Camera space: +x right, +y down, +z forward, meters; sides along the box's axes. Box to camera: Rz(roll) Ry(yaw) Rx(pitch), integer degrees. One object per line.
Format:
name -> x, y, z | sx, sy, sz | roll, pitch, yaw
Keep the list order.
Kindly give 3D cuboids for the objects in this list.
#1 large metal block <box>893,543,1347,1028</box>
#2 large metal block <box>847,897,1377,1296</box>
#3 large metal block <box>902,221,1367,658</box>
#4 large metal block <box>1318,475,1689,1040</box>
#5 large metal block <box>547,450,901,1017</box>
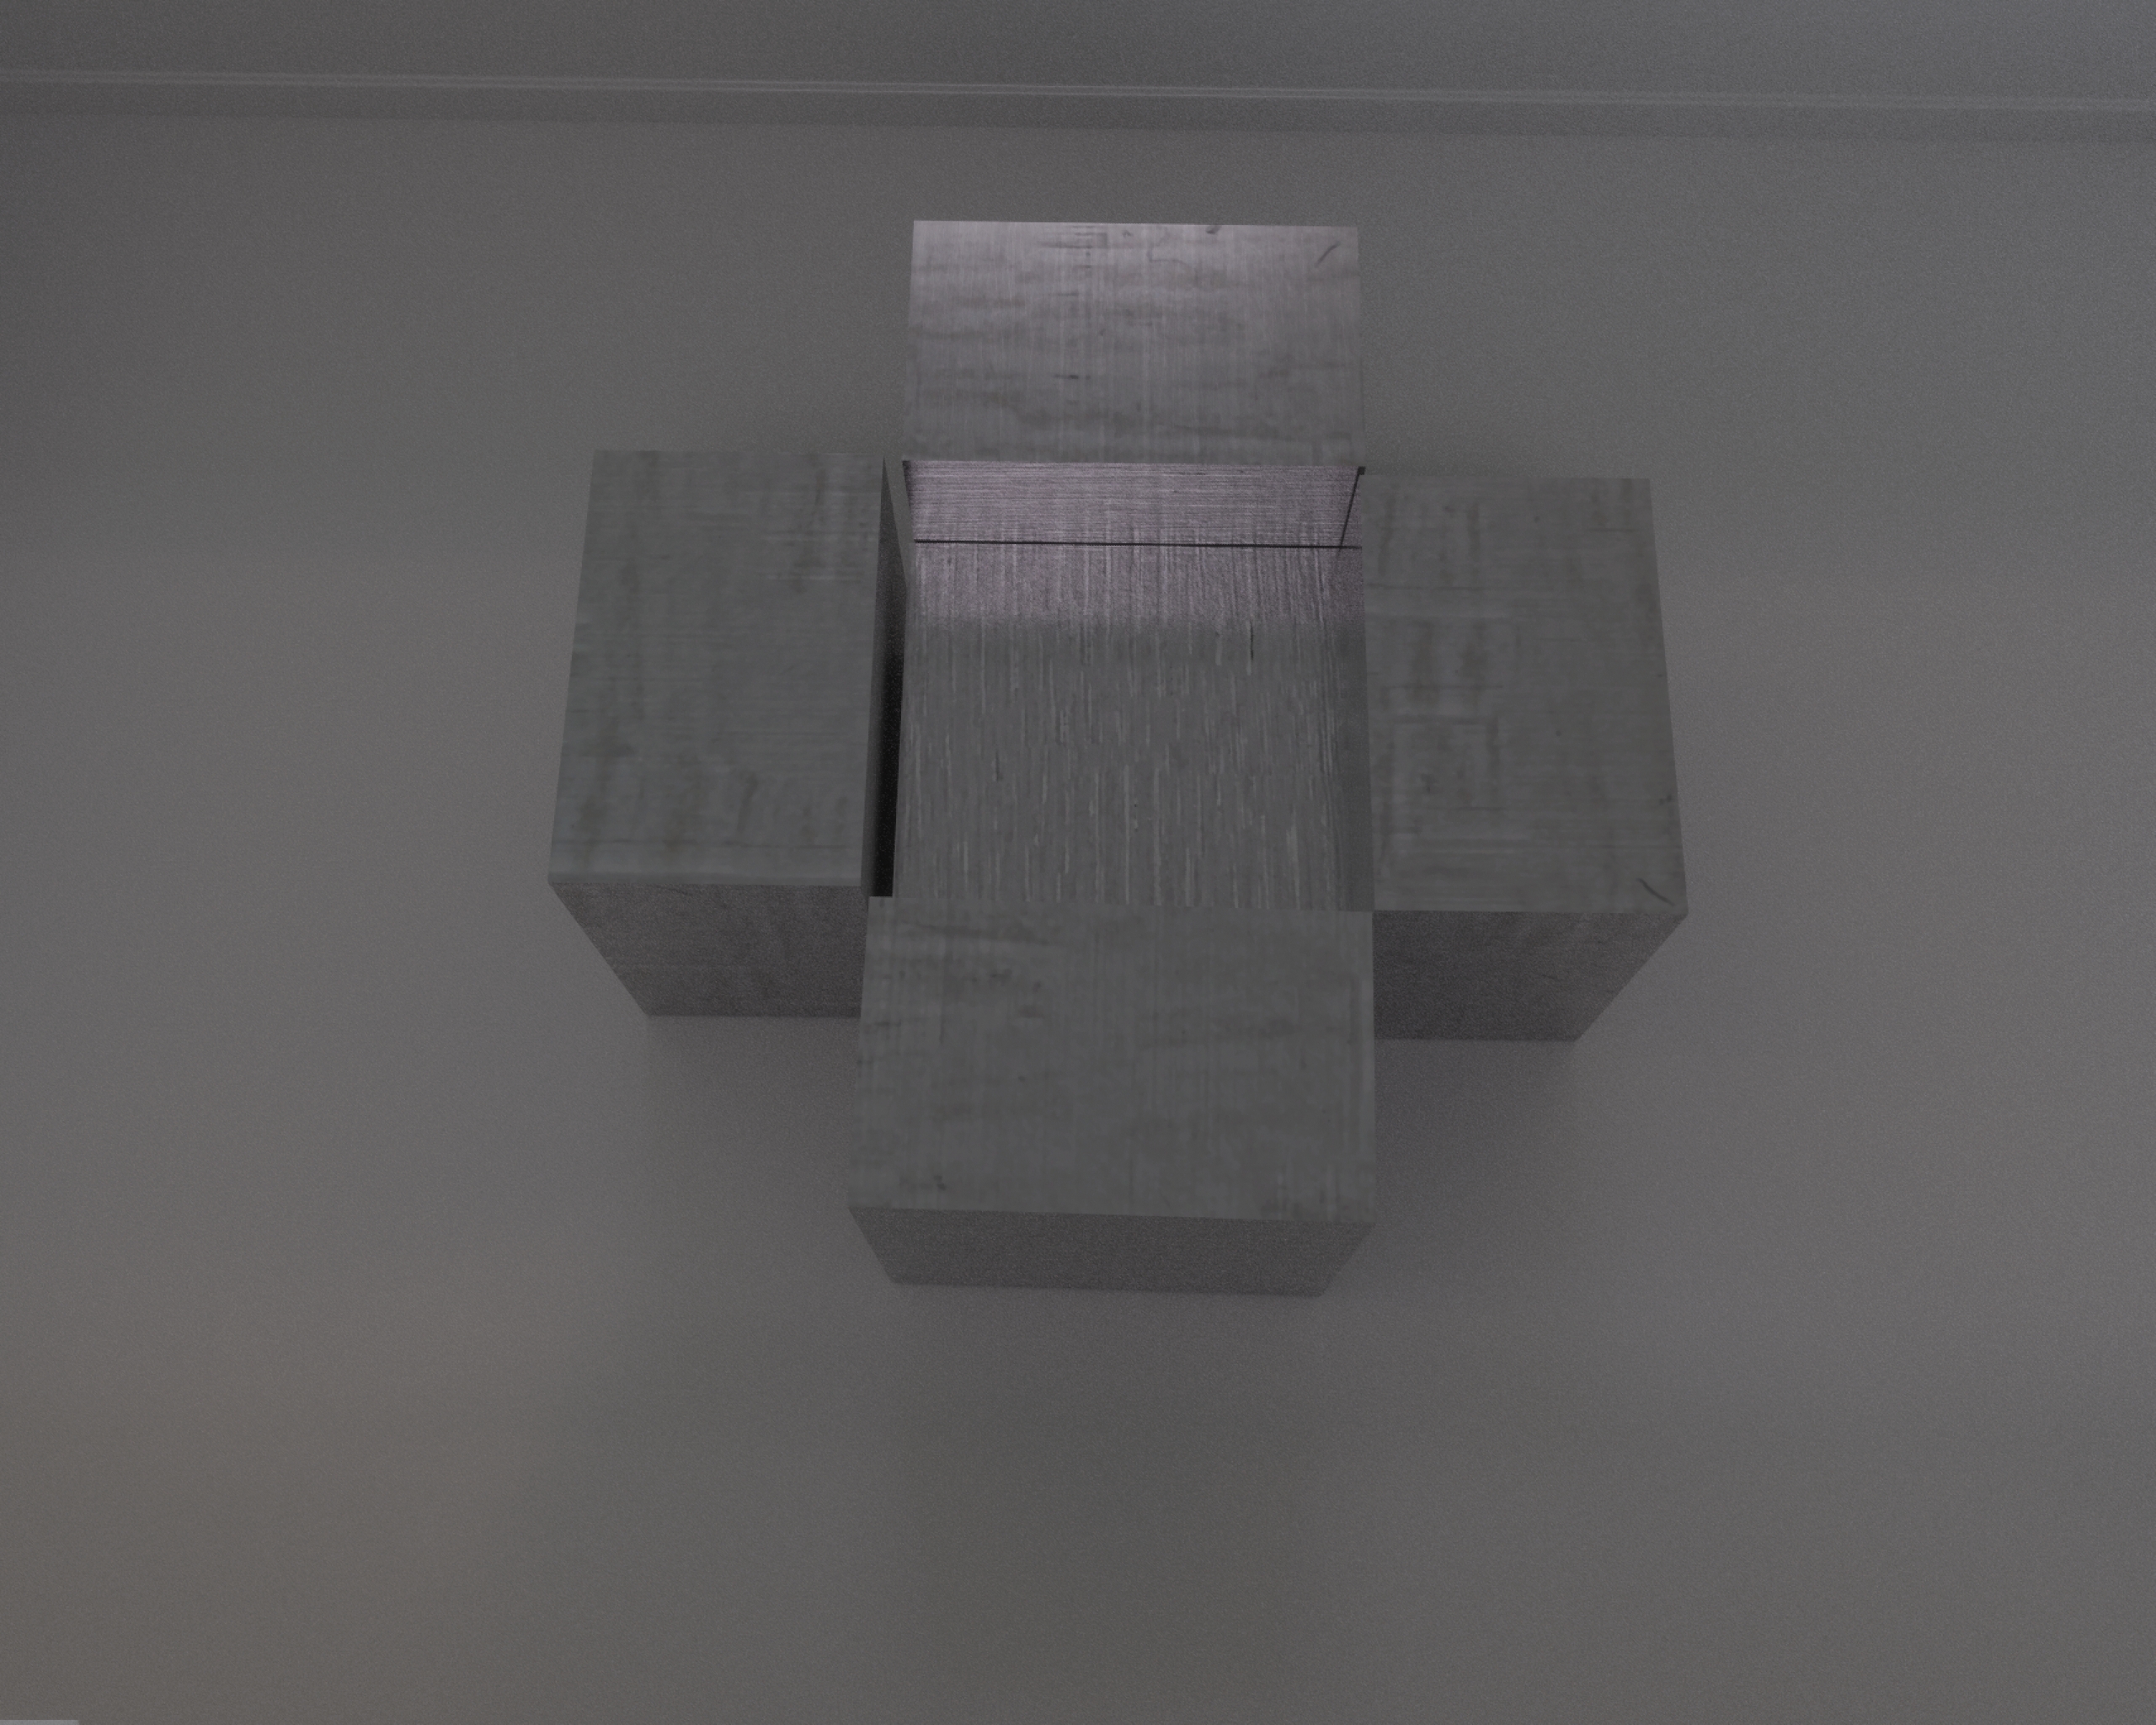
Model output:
large metal block -> 0.008, -0.013, 0.399 | 0.080, 0.050, 0.080 | 1, 70, 0
large metal block -> 0.006, 0.043, 0.363 | 0.080, 0.080, 0.050 | 2, 70, 0
large metal block -> 0.010, -0.079, 0.408 | 0.080, 0.080, 0.050 | 1, 70, 0
large metal block -> 0.074, -0.016, 0.386 | 0.050, 0.080, 0.080 | 1, 70, 0
large metal block -> -0.059, -0.021, 0.387 | 0.050, 0.080, 0.080 | 1, 70, 0
